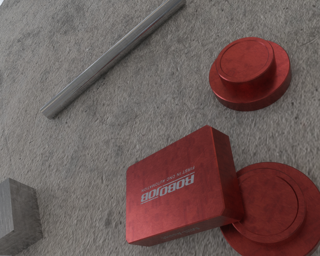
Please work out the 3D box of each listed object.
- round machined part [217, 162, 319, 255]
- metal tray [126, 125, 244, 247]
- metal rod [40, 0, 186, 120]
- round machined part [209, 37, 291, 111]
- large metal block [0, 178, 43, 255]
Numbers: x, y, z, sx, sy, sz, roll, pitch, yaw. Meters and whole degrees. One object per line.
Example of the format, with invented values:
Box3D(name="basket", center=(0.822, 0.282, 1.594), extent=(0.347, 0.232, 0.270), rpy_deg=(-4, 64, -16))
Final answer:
Box3D(name="round machined part", center=(0.101, 0.077, 0.293), extent=(0.098, 0.042, 0.098), rpy_deg=(-13, 56, 21))
Box3D(name="metal tray", center=(0.017, 0.064, 0.323), extent=(0.130, 0.030, 0.090), rpy_deg=(-31, 48, 36))
Box3D(name="metal rod", center=(-0.077, -0.121, 0.518), extent=(0.300, 0.025, 0.025), rpy_deg=(-41, 51, 0))
Box3D(name="round machined part", center=(0.107, -0.073, 0.381), extent=(0.098, 0.042, 0.098), rpy_deg=(-13, 56, 21))
Box3D(name="large metal block", center=(-0.214, 0.129, 0.421), extent=(0.080, 0.050, 0.080), rpy_deg=(-33, 51, 6))
